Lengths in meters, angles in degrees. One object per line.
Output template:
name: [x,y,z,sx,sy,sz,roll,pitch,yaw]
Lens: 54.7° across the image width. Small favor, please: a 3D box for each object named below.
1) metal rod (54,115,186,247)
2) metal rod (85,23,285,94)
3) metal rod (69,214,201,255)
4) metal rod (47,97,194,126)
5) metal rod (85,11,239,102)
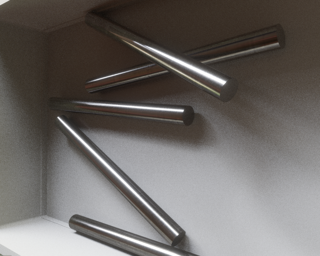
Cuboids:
metal rod: [-0.077,0.063,0.470,0.300,0.025,0.025,37,113,33]
metal rod: [0.005,-0.079,0.402,0.300,0.025,0.025,-6,86,39]
metal rod: [-0.029,0.163,0.430,0.300,0.025,0.025,2,91,40]
metal rod: [-0.080,-0.030,0.473,0.300,0.025,0.025,7,95,39]
metal rod: [-0.021,-0.105,0.398,0.300,0.025,0.025,38,114,42]
